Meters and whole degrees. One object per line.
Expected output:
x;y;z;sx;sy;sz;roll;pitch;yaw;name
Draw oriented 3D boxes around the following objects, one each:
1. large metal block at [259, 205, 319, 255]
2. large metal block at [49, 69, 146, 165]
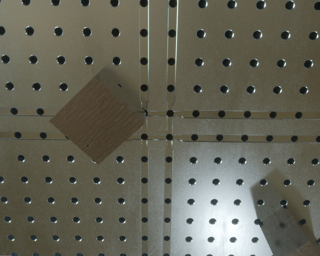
0.199;0.174;0.449;0.050;0.080;0.080;-41;105;14;large metal block
-0.076;-0.015;0.394;0.080;0.050;0.080;-41;105;13;large metal block
